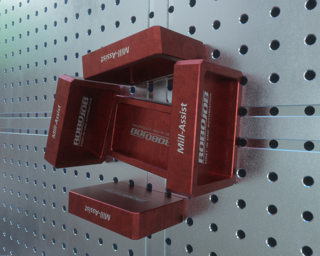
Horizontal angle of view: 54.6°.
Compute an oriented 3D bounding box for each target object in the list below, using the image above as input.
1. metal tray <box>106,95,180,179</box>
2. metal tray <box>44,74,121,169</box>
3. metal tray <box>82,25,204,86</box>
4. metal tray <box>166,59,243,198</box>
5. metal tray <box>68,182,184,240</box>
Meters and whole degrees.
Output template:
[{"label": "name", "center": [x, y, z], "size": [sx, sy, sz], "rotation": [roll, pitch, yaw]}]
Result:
[{"label": "metal tray", "center": [-0.014, 0.009, 0.418], "size": [0.130, 0.030, 0.089], "rotation": [15, 99, 39]}, {"label": "metal tray", "center": [-0.114, -0.008, 0.462], "size": [0.030, 0.091, 0.129], "rotation": [23, 105, 38]}, {"label": "metal tray", "center": [-0.022, -0.083, 0.386], "size": [0.130, 0.091, 0.030], "rotation": [-8, 85, 40]}, {"label": "metal tray", "center": [0.050, 0.000, 0.326], "size": [0.030, 0.091, 0.129], "rotation": [6, 94, 40]}, {"label": "metal tray", "center": [-0.046, 0.102, 0.406], "size": [0.130, 0.091, 0.030], "rotation": [5, 94, 40]}]
